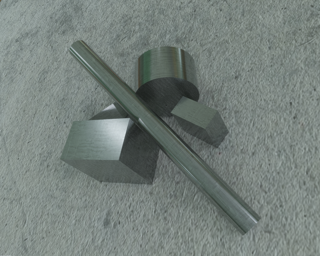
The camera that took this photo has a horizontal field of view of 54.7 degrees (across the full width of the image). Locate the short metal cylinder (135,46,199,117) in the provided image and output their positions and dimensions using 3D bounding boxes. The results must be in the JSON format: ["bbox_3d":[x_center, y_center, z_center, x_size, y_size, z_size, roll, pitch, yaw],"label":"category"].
[{"bbox_3d":[0.008,-0.058,0.399,0.080,0.080,0.050,-15,56,19],"label":"short metal cylinder"}]

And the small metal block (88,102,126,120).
[{"bbox_3d":[-0.075,-0.013,0.432,0.050,0.025,0.050,-33,9,6],"label":"small metal block"}]

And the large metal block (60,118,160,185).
[{"bbox_3d":[-0.057,0.031,0.378,0.080,0.080,0.050,-2,61,27],"label":"large metal block"}]

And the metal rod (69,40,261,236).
[{"bbox_3d":[-0.009,-0.004,0.353,0.025,0.025,0.300,-44,69,-2],"label":"metal rod"}]

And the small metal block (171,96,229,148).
[{"bbox_3d":[0.048,-0.007,0.366,0.050,0.050,0.025,28,77,37],"label":"small metal block"}]
